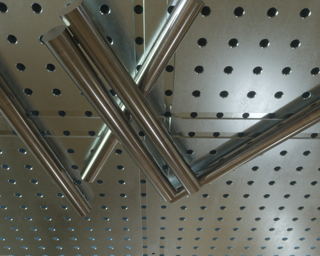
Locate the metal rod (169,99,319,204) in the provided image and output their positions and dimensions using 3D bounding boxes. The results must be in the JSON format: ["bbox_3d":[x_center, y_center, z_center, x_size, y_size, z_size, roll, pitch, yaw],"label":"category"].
[{"bbox_3d":[0.126,0.034,0.442,0.299,0.025,0.025,-36,122,26],"label":"metal rod"}]

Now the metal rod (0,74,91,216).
[{"bbox_3d":[-0.168,0.031,0.435,0.025,0.025,0.299,-12,130,9],"label":"metal rod"}]

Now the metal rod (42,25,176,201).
[{"bbox_3d":[-0.042,0.008,0.384,0.025,0.025,0.299,-17,134,14],"label":"metal rod"}]

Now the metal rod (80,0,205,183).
[{"bbox_3d":[-0.038,-0.027,0.387,0.025,0.025,0.298,22,127,-18],"label":"metal rod"}]

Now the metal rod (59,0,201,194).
[{"bbox_3d":[-0.015,-0.010,0.370,0.025,0.025,0.299,-20,130,16],"label":"metal rod"}]
